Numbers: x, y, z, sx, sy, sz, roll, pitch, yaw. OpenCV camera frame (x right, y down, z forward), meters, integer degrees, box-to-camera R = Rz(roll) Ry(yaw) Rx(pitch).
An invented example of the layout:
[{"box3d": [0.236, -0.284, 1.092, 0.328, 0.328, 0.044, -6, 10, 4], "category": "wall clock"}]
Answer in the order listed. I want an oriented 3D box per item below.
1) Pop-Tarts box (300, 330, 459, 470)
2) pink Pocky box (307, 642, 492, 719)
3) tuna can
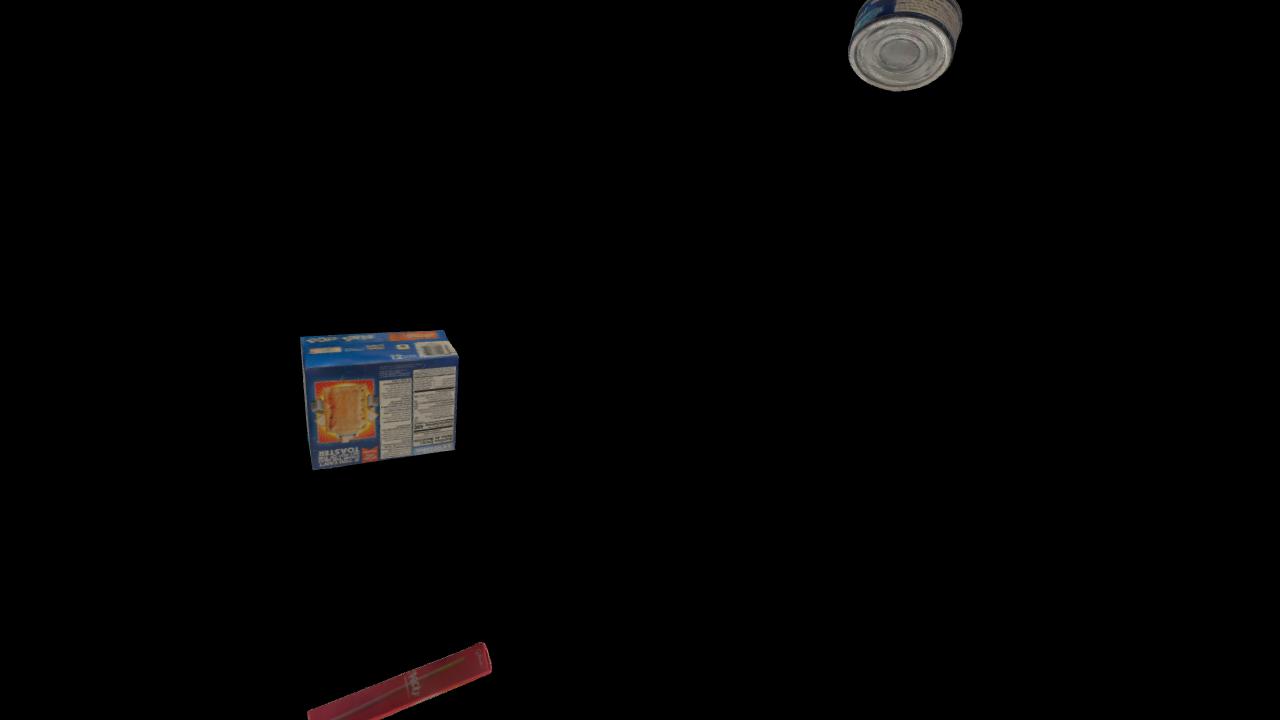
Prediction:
[{"box3d": [-0.319, 0.045, 0.758, 0.167, 0.141, 0.083, -5, 29, -29], "category": "Pop-Tarts box"}, {"box3d": [-0.218, 0.312, 0.581, 0.155, 0.029, 0.084, -15, -23, -20], "category": "pink Pocky box"}, {"box3d": [0.217, -0.264, 0.509, 0.084, 0.034, 0.084, 18, -13, 4], "category": "tuna can"}]
